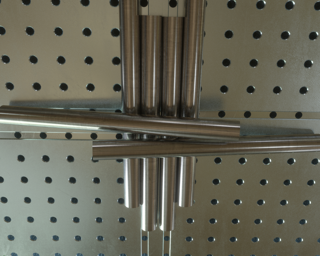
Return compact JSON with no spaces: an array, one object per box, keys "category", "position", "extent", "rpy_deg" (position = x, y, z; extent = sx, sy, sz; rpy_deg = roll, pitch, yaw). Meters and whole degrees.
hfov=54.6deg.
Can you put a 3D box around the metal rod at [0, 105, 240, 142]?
[{"category":"metal rod","position":[-0.056,-0.007,0.386],"extent":[0.301,0.025,0.025],"rpy_deg":[4,110,8]}]

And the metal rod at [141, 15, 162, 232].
[{"category":"metal rod","position":[-0.013,0.008,0.415],"extent":[0.025,0.025,0.298],"rpy_deg":[1,110,-1]}]

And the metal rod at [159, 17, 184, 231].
[{"category":"metal rod","position":[0.013,0.008,0.417],"extent":[0.025,0.025,0.298],"rpy_deg":[1,110,0]}]

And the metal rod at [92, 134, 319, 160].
[{"category":"metal rod","position":[0.068,0.024,0.400],"extent":[0.302,0.025,0.025],"rpy_deg":[-1,110,-9]}]

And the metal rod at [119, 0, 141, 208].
[{"category":"metal rod","position":[-0.037,-0.030,0.401],"extent":[0.025,0.025,0.298],"rpy_deg":[1,110,0]}]

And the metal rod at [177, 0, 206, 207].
[{"category":"metal rod","position":[0.039,-0.031,0.401],"extent":[0.025,0.025,0.298],"rpy_deg":[1,110,0]}]
